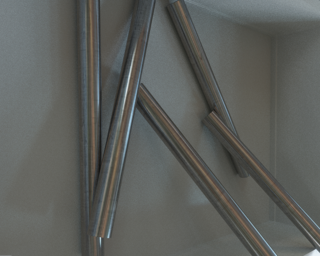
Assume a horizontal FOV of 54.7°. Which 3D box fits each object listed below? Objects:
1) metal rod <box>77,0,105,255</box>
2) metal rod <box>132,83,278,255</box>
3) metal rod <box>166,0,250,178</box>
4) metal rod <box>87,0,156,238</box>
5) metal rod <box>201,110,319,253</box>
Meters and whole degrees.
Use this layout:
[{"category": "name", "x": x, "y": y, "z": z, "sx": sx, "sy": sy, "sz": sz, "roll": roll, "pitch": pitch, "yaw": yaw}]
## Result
[{"category": "metal rod", "x": -0.076, "y": -0.007, "z": 0.342, "sx": 0.025, "sy": 0.025, "sz": 0.298, "roll": -2, "pitch": 91, "yaw": -40}, {"category": "metal rod", "x": 0.061, "y": 0.070, "z": 0.378, "sx": 0.025, "sy": 0.025, "sz": 0.300, "roll": -37, "pitch": 88, "yaw": -34}, {"category": "metal rod", "x": 0.083, "y": -0.047, "z": 0.475, "sx": 0.025, "sy": 0.025, "sz": 0.299, "roll": -41, "pitch": 115, "yaw": -32}, {"category": "metal rod", "x": -0.039, "y": -0.033, "z": 0.354, "sx": 0.025, "sy": 0.025, "sz": 0.299, "roll": 22, "pitch": 71, "yaw": -38}, {"category": "metal rod", "x": 0.171, "y": 0.093, "z": 0.464, "sx": 0.300, "sy": 0.025, "sz": 0.025, "roll": 48, "pitch": 57, "yaw": 2}]
